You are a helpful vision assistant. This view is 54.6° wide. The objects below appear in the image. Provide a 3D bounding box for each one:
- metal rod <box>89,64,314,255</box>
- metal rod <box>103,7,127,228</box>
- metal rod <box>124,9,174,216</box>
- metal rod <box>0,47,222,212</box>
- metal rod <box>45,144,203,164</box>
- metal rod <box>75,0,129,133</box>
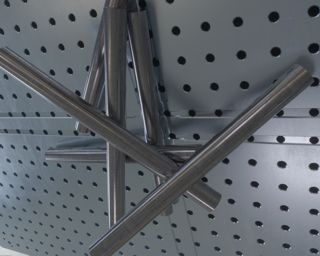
[{"bbox_3d":[0.035,0.046,0.333,0.300,0.025,0.025,-43,94,11],"label":"metal rod"},{"bbox_3d":[-0.055,0.008,0.391,0.025,0.025,0.298,13,116,21],"label":"metal rod"},{"bbox_3d":[-0.010,0.000,0.416,0.025,0.025,0.298,6,121,25],"label":"metal rod"},{"bbox_3d":[-0.059,0.003,0.360,0.301,0.025,0.025,35,129,-2],"label":"metal rod"},{"bbox_3d":[-0.072,0.039,0.451,0.300,0.025,0.025,-4,117,38],"label":"metal rod"},{"bbox_3d":[-0.066,-0.106,0.380,0.025,0.025,0.298,32,129,8],"label":"metal rod"}]
